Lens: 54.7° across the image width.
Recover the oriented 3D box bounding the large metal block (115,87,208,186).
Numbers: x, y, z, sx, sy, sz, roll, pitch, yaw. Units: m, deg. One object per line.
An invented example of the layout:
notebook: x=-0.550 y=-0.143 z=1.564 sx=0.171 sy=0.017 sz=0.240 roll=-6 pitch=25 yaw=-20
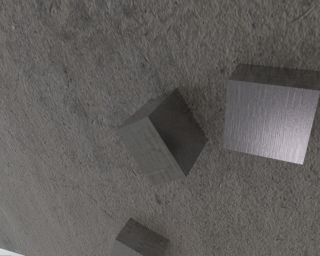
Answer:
large metal block: x=0.006 y=0.009 z=0.374 sx=0.050 sy=0.080 sz=0.080 roll=-22 pitch=107 yaw=36

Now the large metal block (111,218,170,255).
large metal block: x=-0.038 y=0.219 z=0.546 sx=0.080 sy=0.050 sz=0.079 roll=26 pitch=128 yaw=11

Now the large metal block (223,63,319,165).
large metal block: x=0.114 y=-0.017 z=0.320 sx=0.080 sy=0.050 sz=0.079 roll=11 pitch=123 yaw=22
